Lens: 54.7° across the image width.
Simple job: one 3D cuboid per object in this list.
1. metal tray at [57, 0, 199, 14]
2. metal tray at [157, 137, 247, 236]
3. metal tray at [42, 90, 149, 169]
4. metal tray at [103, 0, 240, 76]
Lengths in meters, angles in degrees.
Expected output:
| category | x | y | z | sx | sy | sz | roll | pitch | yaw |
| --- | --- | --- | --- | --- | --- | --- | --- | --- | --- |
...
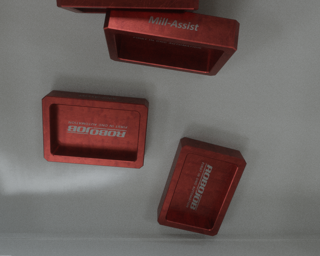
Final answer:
| category | x | y | z | sx | sy | sz | roll | pitch | yaw |
| --- | --- | --- | --- | --- | --- | --- | --- | --- | --- |
| metal tray | -0.031 | -0.137 | 0.321 | 0.131 | 0.090 | 0.030 | 0 | 107 | -3 |
| metal tray | 0.056 | 0.085 | 0.440 | 0.091 | 0.030 | 0.129 | 14 | 109 | -6 |
| metal tray | -0.083 | 0.003 | 0.408 | 0.131 | 0.030 | 0.089 | 5 | 110 | -3 |
| metal tray | 0.009 | -0.094 | 0.340 | 0.131 | 0.090 | 0.030 | 8 | 82 | -4 |
